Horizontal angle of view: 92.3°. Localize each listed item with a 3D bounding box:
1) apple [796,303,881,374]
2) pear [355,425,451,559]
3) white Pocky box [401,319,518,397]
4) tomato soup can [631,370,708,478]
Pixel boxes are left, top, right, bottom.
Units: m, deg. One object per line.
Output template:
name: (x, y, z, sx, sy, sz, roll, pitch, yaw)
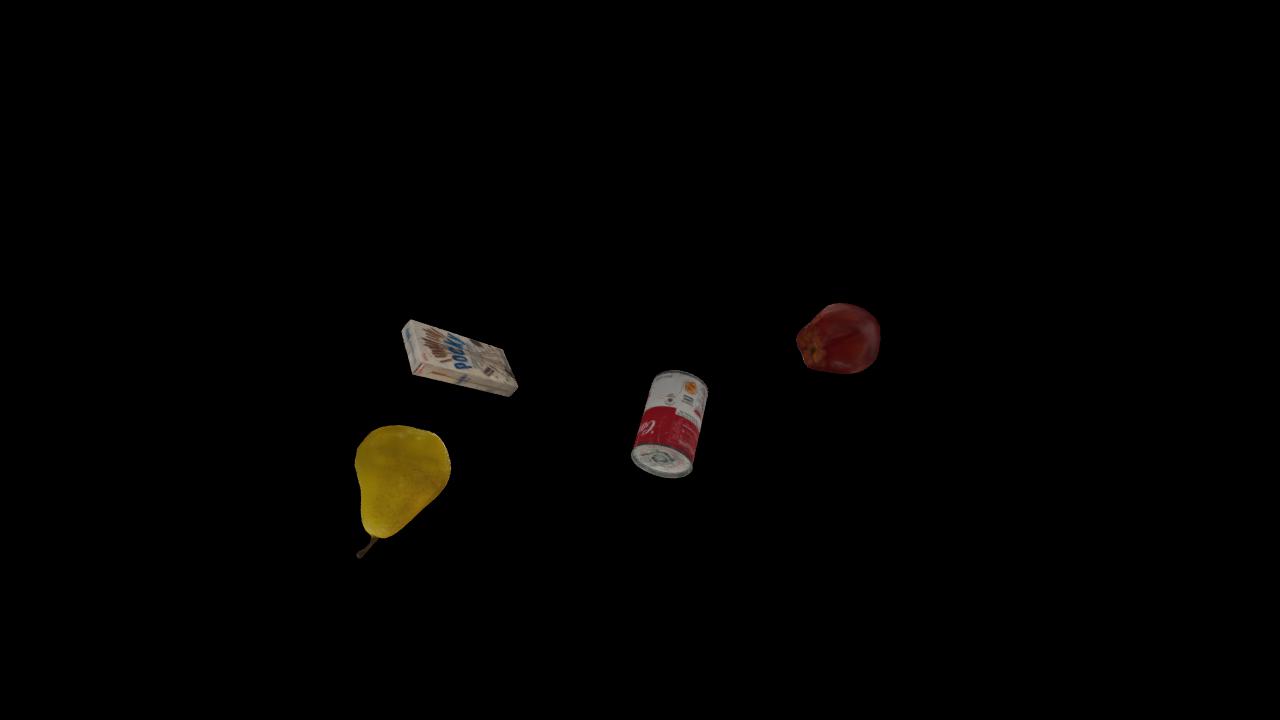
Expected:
apple: (0.216, -0.021, 0.665, 0.093, 0.079, 0.079, -15, 9, -36)
pear: (-0.207, 0.114, 0.527, 0.080, 0.111, 0.080, 3, -20, 1)
white Pocky box: (-0.244, 0.001, 0.840, 0.028, 0.084, 0.154, -46, -39, 20)
tomato soup can: (0.035, 0.069, 0.677, 0.068, 0.101, 0.068, 11, -37, 9)
